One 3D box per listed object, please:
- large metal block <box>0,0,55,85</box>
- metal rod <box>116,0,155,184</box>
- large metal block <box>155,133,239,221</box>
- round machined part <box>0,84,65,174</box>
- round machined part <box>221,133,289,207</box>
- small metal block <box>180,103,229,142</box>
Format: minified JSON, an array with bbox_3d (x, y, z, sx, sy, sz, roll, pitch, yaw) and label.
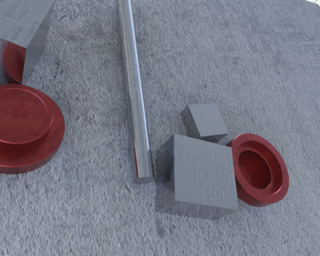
[{"bbox_3d":[-0.161,-0.098,0.342,0.050,0.080,0.080,21,54,-16],"label":"large metal block"},{"bbox_3d":[-0.038,-0.071,0.426,0.025,0.025,0.299,6,59,-25],"label":"metal rod"},{"bbox_3d":[0.042,0.061,0.373,0.081,0.050,0.080,14,56,-20],"label":"large metal block"},{"bbox_3d":[-0.148,-0.006,0.317,0.099,0.042,0.098,14,56,-21],"label":"round machined part"},{"bbox_3d":[0.122,0.059,0.421,0.099,0.042,0.098,15,56,-22],"label":"round machined part"},{"bbox_3d":[0.063,-0.006,0.442,0.050,0.025,0.050,-5,64,-31],"label":"small metal block"}]
